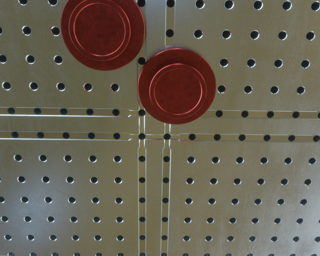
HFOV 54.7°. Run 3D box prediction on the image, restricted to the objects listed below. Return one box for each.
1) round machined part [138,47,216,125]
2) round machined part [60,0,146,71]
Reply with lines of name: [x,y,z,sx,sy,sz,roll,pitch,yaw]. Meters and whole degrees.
round machined part: [0.021,-0.049,0.387,0.099,0.042,0.097,0,110,-1]
round machined part: [-0.067,-0.115,0.361,0.099,0.042,0.097,0,110,-1]
